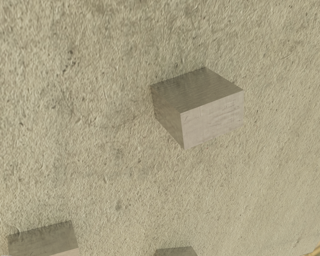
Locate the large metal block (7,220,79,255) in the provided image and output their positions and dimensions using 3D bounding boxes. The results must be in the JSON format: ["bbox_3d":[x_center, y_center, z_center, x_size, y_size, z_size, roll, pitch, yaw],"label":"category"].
[{"bbox_3d":[-0.155,0.181,0.418,0.081,0.050,0.079,-8,122,-25],"label":"large metal block"}]

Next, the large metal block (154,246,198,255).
[{"bbox_3d":[0.023,0.269,0.570,0.081,0.050,0.079,10,113,-33],"label":"large metal block"}]

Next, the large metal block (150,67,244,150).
[{"bbox_3d":[0.044,-0.028,0.378,0.081,0.080,0.050,-21,127,-16],"label":"large metal block"}]
